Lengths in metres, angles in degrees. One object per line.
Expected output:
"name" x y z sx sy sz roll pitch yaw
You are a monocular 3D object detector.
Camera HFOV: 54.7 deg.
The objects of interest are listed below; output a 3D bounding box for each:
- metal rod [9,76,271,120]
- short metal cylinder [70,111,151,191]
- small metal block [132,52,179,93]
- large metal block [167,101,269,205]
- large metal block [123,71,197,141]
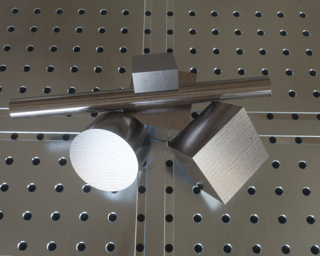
"metal rod" -0.021 -0.036 0.368 0.302 0.025 0.025 -5 70 -2
"short metal cylinder" -0.056 0.026 0.362 0.080 0.079 0.050 18 28 6
"small metal block" -0.007 -0.066 0.366 0.050 0.025 0.050 -5 35 -2
"large metal block" 0.070 0.027 0.363 0.080 0.050 0.080 -43 120 -14
"large metal block" 0.000 -0.031 0.406 0.080 0.050 0.080 10 70 3
